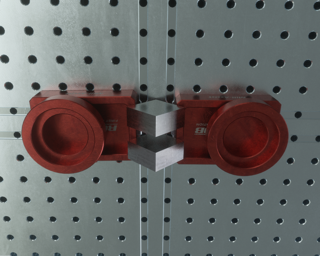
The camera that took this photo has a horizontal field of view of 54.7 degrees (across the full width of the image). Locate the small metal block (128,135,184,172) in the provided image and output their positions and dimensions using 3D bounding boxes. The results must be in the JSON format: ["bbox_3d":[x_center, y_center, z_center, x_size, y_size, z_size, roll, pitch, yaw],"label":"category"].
[{"bbox_3d":[-0.005,0.028,0.394,0.050,0.050,0.025,19,117,41],"label":"small metal block"}]

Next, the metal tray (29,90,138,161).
[{"bbox_3d":[-0.095,-0.002,0.410,0.131,0.030,0.089,-1,112,0],"label":"metal tray"}]

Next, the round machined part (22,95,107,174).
[{"bbox_3d":[-0.117,0.005,0.392,0.099,0.042,0.097,0,110,0],"label":"round machined part"}]

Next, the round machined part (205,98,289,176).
[{"bbox_3d":[0.107,0.008,0.395,0.099,0.042,0.097,0,110,0],"label":"round machined part"}]

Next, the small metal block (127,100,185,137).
[{"bbox_3d":[-0.005,-0.014,0.380,0.050,0.050,0.025,19,117,41],"label":"small metal block"}]

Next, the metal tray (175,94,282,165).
[{"bbox_3d":[0.086,0.003,0.413,0.131,0.030,0.089,1,110,-1],"label":"metal tray"}]
